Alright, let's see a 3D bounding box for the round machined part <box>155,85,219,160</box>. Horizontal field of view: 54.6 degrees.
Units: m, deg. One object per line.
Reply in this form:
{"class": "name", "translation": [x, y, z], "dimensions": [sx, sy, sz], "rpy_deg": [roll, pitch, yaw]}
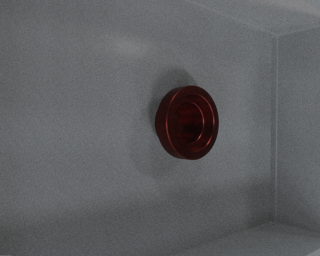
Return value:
{"class": "round machined part", "translation": [0.032, -0.007, 0.421], "dimensions": [0.099, 0.042, 0.097], "rpy_deg": [0, 90, -40]}
